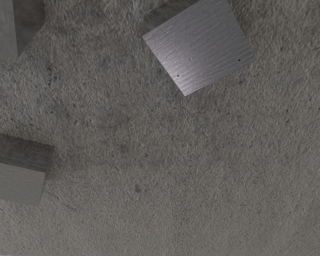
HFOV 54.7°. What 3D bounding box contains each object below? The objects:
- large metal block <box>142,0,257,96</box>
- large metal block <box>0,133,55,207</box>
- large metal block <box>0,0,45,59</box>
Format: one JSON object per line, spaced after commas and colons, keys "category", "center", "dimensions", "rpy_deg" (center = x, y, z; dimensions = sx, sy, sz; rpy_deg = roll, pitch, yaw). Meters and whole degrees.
{"category": "large metal block", "center": [0.039, -0.092, 0.313], "dimensions": [0.080, 0.050, 0.080], "rpy_deg": [-26, 126, 20]}
{"category": "large metal block", "center": [-0.202, 0.061, 0.440], "dimensions": [0.081, 0.050, 0.079], "rpy_deg": [16, 128, -13]}
{"category": "large metal block", "center": [-0.156, -0.110, 0.276], "dimensions": [0.081, 0.080, 0.050], "rpy_deg": [9, 130, -8]}
